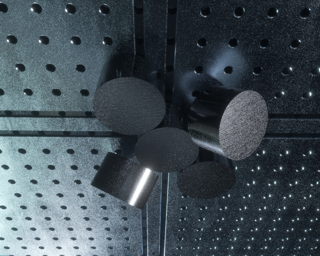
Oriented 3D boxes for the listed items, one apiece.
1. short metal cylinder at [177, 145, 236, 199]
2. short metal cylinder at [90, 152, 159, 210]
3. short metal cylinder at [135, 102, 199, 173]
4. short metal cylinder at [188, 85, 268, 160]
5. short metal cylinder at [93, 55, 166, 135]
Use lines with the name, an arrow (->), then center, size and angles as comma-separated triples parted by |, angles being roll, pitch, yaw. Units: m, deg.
short metal cylinder -> 0.064, 0.057, 0.445 | 0.081, 0.050, 0.079 | 0, 130, 0
short metal cylinder -> -0.048, 0.074, 0.430 | 0.080, 0.050, 0.080 | 24, 166, 7
short metal cylinder -> 0.009, 0.013, 0.406 | 0.081, 0.050, 0.079 | 0, 130, 0
short metal cylinder -> 0.080, -0.008, 0.363 | 0.081, 0.050, 0.079 | -11, 109, -34
short metal cylinder -> -0.034, -0.038, 0.362 | 0.081, 0.050, 0.079 | 0, 130, 0
